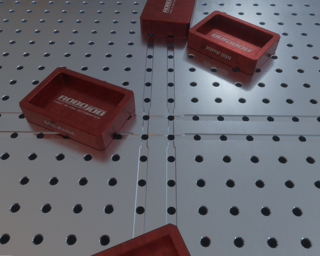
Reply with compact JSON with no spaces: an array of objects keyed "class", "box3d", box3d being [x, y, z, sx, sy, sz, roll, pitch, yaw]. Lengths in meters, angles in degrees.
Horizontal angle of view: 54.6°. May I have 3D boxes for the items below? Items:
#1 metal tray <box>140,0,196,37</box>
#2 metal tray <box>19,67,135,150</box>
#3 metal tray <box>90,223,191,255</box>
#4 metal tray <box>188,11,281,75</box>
[{"class":"metal tray","box3d":[0.020,-0.228,0.596,0.090,0.030,0.130,8,50,7]},{"class":"metal tray","box3d":[-0.112,-0.031,0.430,0.130,0.030,0.090,20,53,16]},{"class":"metal tray","box3d":[-0.028,0.153,0.275,0.131,0.030,0.090,-18,52,-15]},{"class":"metal tray","box3d":[0.124,-0.150,0.530,0.130,0.030,0.090,32,57,24]}]
